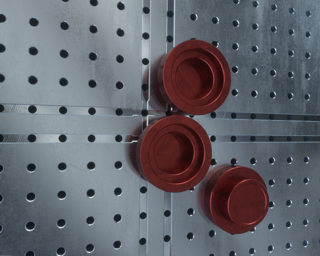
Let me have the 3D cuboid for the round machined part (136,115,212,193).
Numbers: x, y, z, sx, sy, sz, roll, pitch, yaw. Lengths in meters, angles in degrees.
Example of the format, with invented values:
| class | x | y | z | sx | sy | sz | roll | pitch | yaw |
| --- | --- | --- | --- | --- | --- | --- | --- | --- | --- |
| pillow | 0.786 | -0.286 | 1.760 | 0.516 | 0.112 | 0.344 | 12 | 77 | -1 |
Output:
| class | x | y | z | sx | sy | sz | roll | pitch | yaw |
| --- | --- | --- | --- | --- | --- | --- | --- | --- | --- |
| round machined part | 0.015 | 0.033 | 0.409 | 0.099 | 0.042 | 0.097 | 0 | 90 | -20 |

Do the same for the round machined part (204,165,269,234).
| class | x | y | z | sx | sy | sz | roll | pitch | yaw |
| --- | --- | --- | --- | --- | --- | --- | --- | --- | --- |
| round machined part | 0.116 | 0.104 | 0.446 | 0.099 | 0.042 | 0.097 | 0 | 90 | -20 |

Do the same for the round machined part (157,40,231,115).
| class | x | y | z | sx | sy | sz | roll | pitch | yaw |
| --- | --- | --- | --- | --- | --- | --- | --- | --- | --- |
| round machined part | 0.043 | -0.065 | 0.419 | 0.099 | 0.042 | 0.097 | 0 | 90 | -20 |
